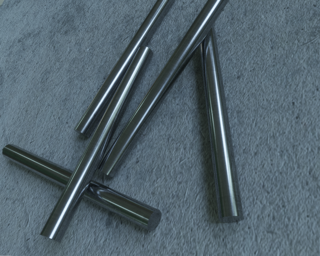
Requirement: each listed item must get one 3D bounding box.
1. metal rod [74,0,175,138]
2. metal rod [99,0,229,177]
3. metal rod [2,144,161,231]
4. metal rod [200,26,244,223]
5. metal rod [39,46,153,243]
[{"bbox_3d":[-0.047,-0.118,0.500,0.025,0.025,0.300,18,71,35],"label":"metal rod"},{"bbox_3d":[0.010,-0.067,0.418,0.025,0.025,0.299,29,84,37],"label":"metal rod"},{"bbox_3d":[-0.127,0.070,0.427,0.300,0.025,0.025,15,70,34],"label":"metal rod"},{"bbox_3d":[0.070,-0.036,0.389,0.025,0.025,0.299,-14,56,20],"label":"metal rod"},{"bbox_3d":[-0.073,0.002,0.419,0.025,0.025,0.300,4,57,30],"label":"metal rod"}]
